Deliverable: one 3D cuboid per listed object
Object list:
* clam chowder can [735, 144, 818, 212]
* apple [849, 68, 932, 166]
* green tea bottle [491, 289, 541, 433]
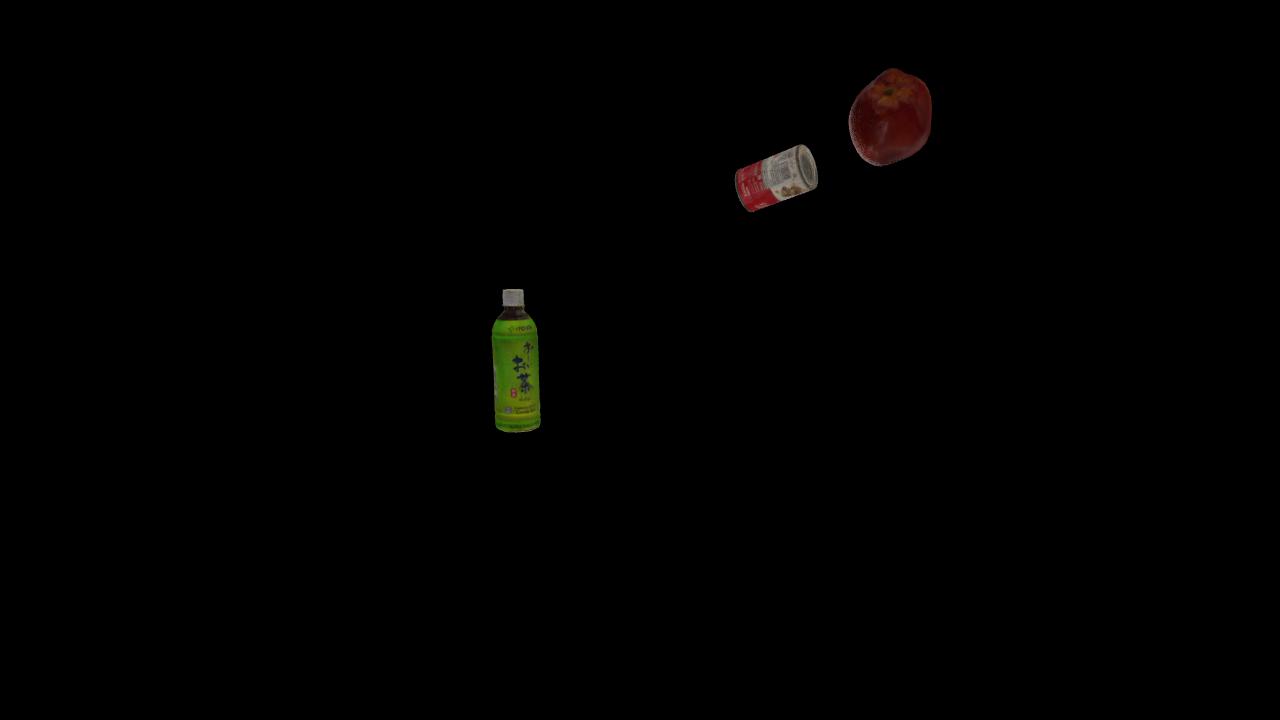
[{"bbox_3d":[0.200,-0.265,0.901,0.102,0.068,0.068,-13,-8,38],"label":"clam chowder can"},{"bbox_3d":[0.236,-0.227,0.582,0.079,0.079,0.093,0,-8,18],"label":"apple"},{"bbox_3d":[-0.188,0.000,0.923,0.073,0.212,0.073,-2,10,0],"label":"green tea bottle"}]
